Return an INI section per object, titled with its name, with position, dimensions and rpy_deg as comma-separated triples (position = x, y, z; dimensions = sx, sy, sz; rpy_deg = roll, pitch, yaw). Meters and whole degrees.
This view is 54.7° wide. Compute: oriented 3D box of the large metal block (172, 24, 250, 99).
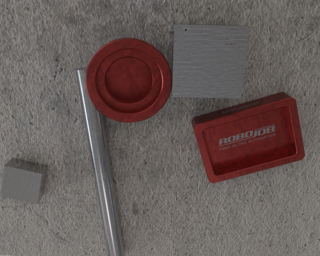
[large metal block]
position = 0.055, -0.081, 0.367
dimensions = 0.081, 0.050, 0.079
rpy_deg = 1, 110, -1

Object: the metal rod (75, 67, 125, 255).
[metal rod]
position = -0.079, 0.066, 0.433
dimensions = 0.025, 0.025, 0.298
rpy_deg = -5, 110, 1

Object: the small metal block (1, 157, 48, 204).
[small metal block]
position = -0.190, 0.074, 0.435
dimensions = 0.050, 0.025, 0.050
rpy_deg = 14, 110, -5

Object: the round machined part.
[round machined part]
position = -0.038, -0.059, 0.374
dimensions = 0.099, 0.042, 0.097
rpy_deg = -3, 110, -7

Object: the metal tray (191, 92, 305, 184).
[metal tray]
position = 0.117, 0.014, 0.413
dimensions = 0.131, 0.030, 0.090
rpy_deg = -16, 110, 5
